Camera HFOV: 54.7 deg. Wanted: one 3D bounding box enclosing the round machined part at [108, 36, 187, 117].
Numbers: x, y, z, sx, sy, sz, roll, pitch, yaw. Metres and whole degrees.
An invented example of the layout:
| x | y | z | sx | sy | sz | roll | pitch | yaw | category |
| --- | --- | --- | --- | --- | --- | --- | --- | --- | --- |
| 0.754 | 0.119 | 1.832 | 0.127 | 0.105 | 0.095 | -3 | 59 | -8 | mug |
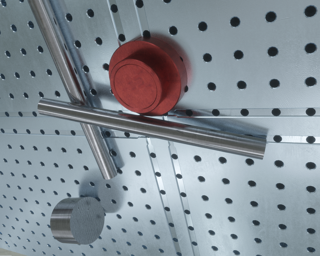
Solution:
| x | y | z | sx | sy | sz | roll | pitch | yaw | category |
| --- | --- | --- | --- | --- | --- | --- | --- | --- | --- |
| -0.021 | -0.057 | 0.375 | 0.098 | 0.042 | 0.097 | 13 | 124 | 20 | round machined part |

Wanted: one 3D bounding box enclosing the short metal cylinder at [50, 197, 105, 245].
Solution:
| x | y | z | sx | sy | sz | roll | pitch | yaw | category |
| --- | --- | --- | --- | --- | --- | --- | --- | --- | --- |
| -0.146 | 0.164 | 0.551 | 0.050 | 0.080 | 0.080 | -11 | 113 | 32 | short metal cylinder |

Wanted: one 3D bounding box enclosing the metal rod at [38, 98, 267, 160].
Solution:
| x | y | z | sx | sy | sz | roll | pitch | yaw | category |
| --- | --- | --- | --- | --- | --- | --- | --- | --- | --- |
| -0.021 | -0.003 | 0.399 | 0.301 | 0.025 | 0.025 | 11 | 123 | 14 | metal rod |

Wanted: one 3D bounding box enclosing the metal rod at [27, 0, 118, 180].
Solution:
| x | y | z | sx | sy | sz | roll | pitch | yaw | category |
| --- | --- | --- | --- | --- | --- | --- | --- | --- | --- |
| -0.120 | -0.055 | 0.438 | 0.025 | 0.025 | 0.298 | -3 | 117 | 29 | metal rod |
